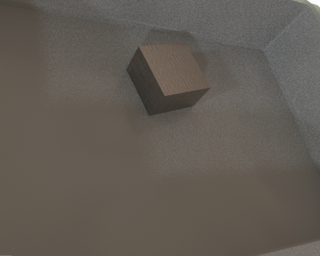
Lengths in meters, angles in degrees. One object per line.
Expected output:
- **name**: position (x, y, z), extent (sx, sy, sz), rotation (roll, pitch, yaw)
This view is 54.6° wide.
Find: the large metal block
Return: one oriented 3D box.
- **large metal block**: position (0.011, -0.070, 0.438), extent (0.081, 0.050, 0.080), rotation (-14, 69, -34)
